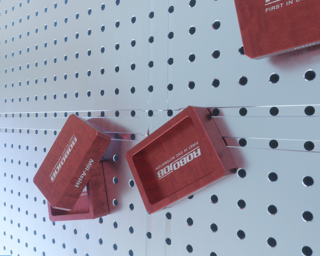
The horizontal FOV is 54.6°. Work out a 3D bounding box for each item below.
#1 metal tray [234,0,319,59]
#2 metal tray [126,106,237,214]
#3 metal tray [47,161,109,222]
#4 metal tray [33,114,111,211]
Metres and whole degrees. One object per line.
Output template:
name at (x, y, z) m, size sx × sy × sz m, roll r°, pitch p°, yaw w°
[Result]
metal tray at (0.135, -0.120, 0.273) m, size 0.130 × 0.030 × 0.090 m, roll -10°, pitch 93°, yaw 30°
metal tray at (0.020, 0.042, 0.390) m, size 0.130 × 0.030 × 0.090 m, roll -37°, pitch 68°, yaw 34°
metal tray at (-0.146, 0.109, 0.528) m, size 0.130 × 0.030 × 0.090 m, roll -16°, pitch 80°, yaw 39°
metal tray at (-0.141, 0.051, 0.492) m, size 0.090 × 0.030 × 0.130 m, roll 29°, pitch 89°, yaw 43°
